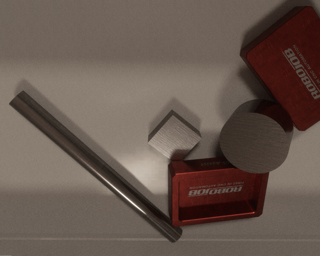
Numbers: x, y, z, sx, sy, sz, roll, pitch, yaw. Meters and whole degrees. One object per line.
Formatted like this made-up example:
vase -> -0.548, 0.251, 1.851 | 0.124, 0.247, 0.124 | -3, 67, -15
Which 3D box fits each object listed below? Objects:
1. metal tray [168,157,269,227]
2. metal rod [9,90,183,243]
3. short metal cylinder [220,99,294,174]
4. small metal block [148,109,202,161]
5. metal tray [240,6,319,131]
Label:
metal tray -> 0.078, 0.086, 0.427 | 0.131, 0.030, 0.089 | -5, 117, -7
metal rod -> -0.079, 0.062, 0.433 | 0.025, 0.025, 0.300 | -42, 105, 13
short metal cylinder -> 0.121, 0.009, 0.387 | 0.080, 0.050, 0.079 | 12, 118, 24
small metal block -> 0.019, 0.012, 0.416 | 0.050, 0.025, 0.050 | 38, 105, -13
metal tray -> 0.174, -0.071, 0.385 | 0.090, 0.030, 0.130 | -39, 106, 12
